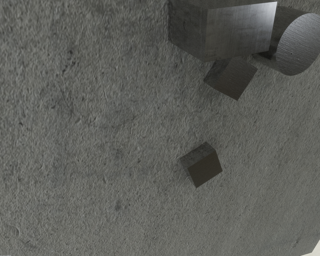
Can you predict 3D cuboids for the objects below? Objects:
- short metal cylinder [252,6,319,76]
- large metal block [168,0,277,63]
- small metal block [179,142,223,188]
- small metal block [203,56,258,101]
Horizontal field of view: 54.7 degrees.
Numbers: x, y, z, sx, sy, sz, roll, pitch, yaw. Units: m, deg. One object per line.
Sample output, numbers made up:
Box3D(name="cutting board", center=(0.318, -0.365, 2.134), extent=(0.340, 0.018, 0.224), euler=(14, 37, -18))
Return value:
Box3D(name="short metal cylinder", center=(0.168, -0.116, 0.411), extent=(0.081, 0.050, 0.079), euler=(-14, 124, -21))
Box3D(name="large metal block", center=(0.063, -0.114, 0.335), extent=(0.081, 0.080, 0.050), euler=(-14, 125, -21))
Box3D(name="small metal block", center=(0.064, 0.057, 0.477), extent=(0.050, 0.025, 0.050), euler=(-31, 129, -8))
Box3D(name="small metal block", center=(0.095, -0.071, 0.415), extent=(0.050, 0.025, 0.050), euler=(20, 108, -36))
